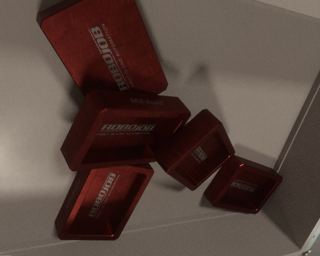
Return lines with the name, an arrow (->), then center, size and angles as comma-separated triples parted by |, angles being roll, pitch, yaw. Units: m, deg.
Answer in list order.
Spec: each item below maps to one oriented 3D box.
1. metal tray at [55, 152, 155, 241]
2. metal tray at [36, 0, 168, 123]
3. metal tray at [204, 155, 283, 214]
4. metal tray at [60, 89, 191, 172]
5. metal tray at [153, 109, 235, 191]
metal tray -> -0.076, 0.095, 0.423 | 0.091, 0.030, 0.129 | 16, 110, -35
metal tray -> -0.054, -0.077, 0.329 | 0.090, 0.030, 0.130 | -32, 129, -8
metal tray -> 0.152, 0.105, 0.555 | 0.131, 0.030, 0.090 | 20, 108, -36
metal tray -> -0.035, 0.004, 0.356 | 0.131, 0.030, 0.089 | 0, 134, -45
metal tray -> 0.054, 0.036, 0.430 | 0.090, 0.030, 0.130 | -42, 150, 1
